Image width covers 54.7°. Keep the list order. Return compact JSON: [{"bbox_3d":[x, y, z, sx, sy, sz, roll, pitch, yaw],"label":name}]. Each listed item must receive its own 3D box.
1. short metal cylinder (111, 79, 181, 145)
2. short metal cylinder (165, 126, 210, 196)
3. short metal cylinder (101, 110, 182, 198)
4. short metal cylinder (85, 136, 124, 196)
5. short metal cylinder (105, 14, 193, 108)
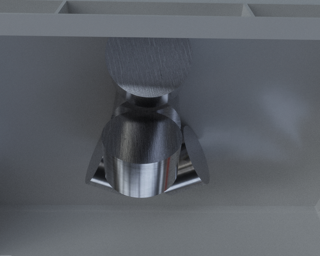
[{"bbox_3d":[-0.016,-0.018,0.373,0.081,0.050,0.079,0,130,0],"label":"short metal cylinder"},{"bbox_3d":[0.026,0.043,0.408,0.050,0.080,0.080,-22,127,18],"label":"short metal cylinder"},{"bbox_3d":[-0.019,0.025,0.326,0.081,0.080,0.050,2,130,-2],"label":"short metal cylinder"},{"bbox_3d":[-0.058,0.043,0.406,0.050,0.080,0.080,23,126,-18],"label":"short metal cylinder"},{"bbox_3d":[-0.011,-0.064,0.308,0.081,0.080,0.050,3,173,-3],"label":"short metal cylinder"}]
